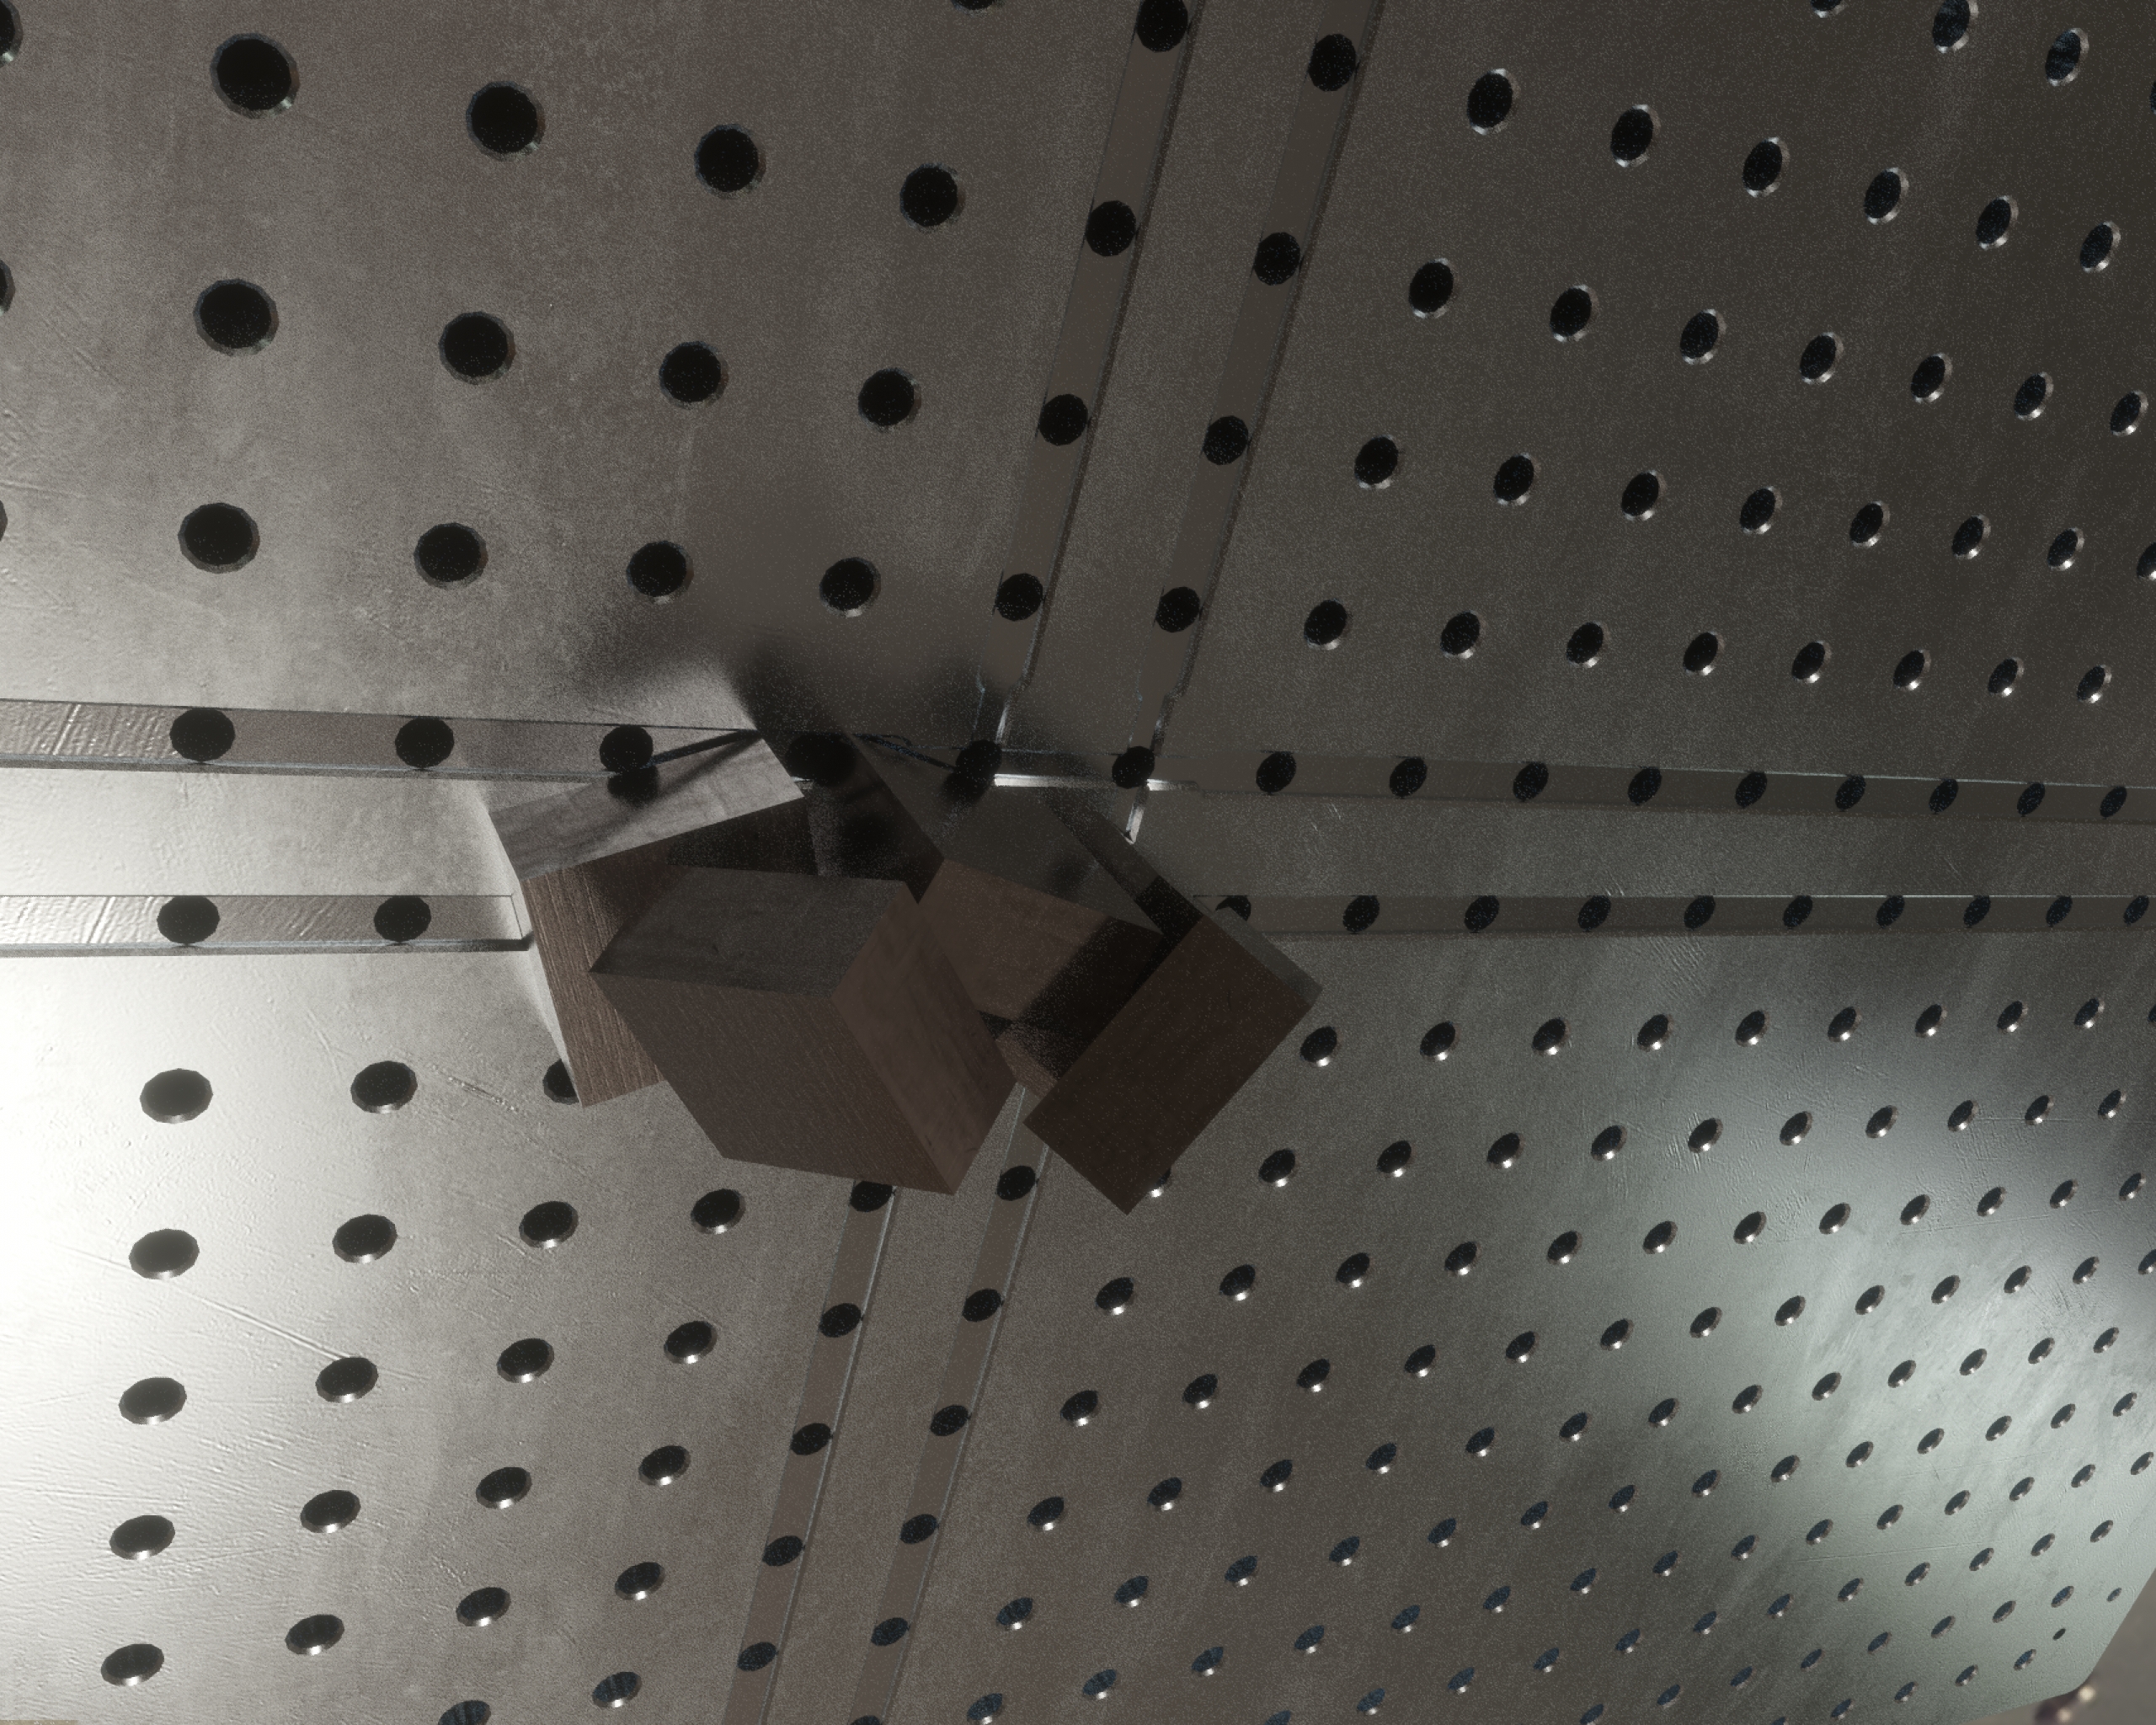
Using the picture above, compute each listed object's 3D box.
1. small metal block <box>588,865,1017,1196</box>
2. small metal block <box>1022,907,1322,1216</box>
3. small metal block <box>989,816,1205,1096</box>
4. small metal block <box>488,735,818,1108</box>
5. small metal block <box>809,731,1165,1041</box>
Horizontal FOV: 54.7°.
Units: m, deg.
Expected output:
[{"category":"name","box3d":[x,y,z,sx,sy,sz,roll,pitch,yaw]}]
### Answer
[{"category":"small metal block","box3d":[-0.046,0.028,0.353,0.025,0.050,0.050,-61,141,-36]},{"category":"small metal block","box3d":[0.020,0.036,0.395,0.050,0.025,0.050,-49,173,6]},{"category":"small metal block","box3d":[0.008,0.027,0.434,0.050,0.025,0.050,-46,130,3]},{"category":"small metal block","box3d":[-0.074,0.010,0.379,0.050,0.025,0.050,-18,126,-18]},{"category":"small metal block","box3d":[-0.020,0.005,0.388,0.050,0.050,0.025,20,108,-36]}]
